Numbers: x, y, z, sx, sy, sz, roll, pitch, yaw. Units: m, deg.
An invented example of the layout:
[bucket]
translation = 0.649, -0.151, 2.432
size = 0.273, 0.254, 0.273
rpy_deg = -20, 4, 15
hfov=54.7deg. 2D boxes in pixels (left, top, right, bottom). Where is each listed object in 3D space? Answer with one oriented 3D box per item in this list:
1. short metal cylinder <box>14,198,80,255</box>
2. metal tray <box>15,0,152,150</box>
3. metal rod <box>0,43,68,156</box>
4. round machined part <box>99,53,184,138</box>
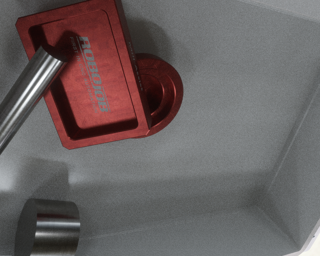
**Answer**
[short metal cylinder]
translation = -0.139, 0.128, 0.378
size = 0.050, 0.080, 0.080
rpy_deg = 16, 110, -35
[metal tray]
translation = -0.067, -0.049, 0.296
size = 0.090, 0.030, 0.129
rpy_deg = -11, 112, 8
[metal rod]
translation = -0.185, 0.042, 0.305
size = 0.025, 0.025, 0.299
rpy_deg = 29, 111, -38
[round machined part]
translation = -0.026, -0.040, 0.360
size = 0.099, 0.042, 0.097
rpy_deg = -14, 125, -21
